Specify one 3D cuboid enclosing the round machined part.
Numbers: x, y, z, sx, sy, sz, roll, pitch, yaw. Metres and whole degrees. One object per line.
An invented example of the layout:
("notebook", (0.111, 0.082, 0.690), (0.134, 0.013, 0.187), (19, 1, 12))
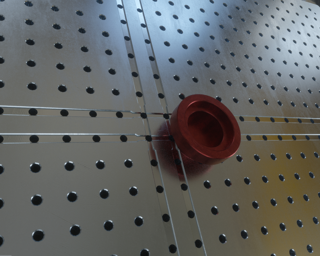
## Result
("round machined part", (0.058, 0.005, 0.424), (0.099, 0.042, 0.098), (13, 56, -21))
